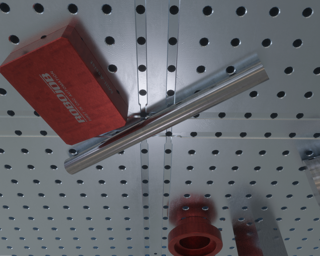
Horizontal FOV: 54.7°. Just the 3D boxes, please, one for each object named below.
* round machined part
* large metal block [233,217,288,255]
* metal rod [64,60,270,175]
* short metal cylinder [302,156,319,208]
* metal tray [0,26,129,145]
[{"bbox_3d":[0.064,0.201,0.572,0.099,0.042,0.097,0,130,0],"label":"round machined part"},{"bbox_3d":[0.187,0.224,0.568,0.080,0.080,0.050,32,123,-24],"label":"large metal block"},{"bbox_3d":[-0.006,-0.005,0.407,0.300,0.025,0.025,-26,126,20],"label":"metal rod"},{"bbox_3d":[0.246,0.077,0.444,0.050,0.080,0.080,-20,127,16],"label":"short metal cylinder"},{"bbox_3d":[-0.108,-0.043,0.370,0.090,0.030,0.130,-20,128,16],"label":"metal tray"}]
